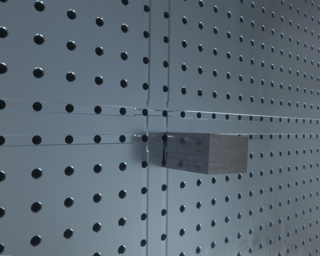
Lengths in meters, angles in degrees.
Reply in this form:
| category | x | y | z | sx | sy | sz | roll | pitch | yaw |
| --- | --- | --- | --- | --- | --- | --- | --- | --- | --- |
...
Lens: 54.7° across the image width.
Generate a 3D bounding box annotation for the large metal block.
| category | x | y | z | sx | sy | sz | roll | pitch | yaw |
| --- | --- | --- | --- | --- | --- | --- | --- | --- | --- |
| large metal block | 0.064 | 0.034 | 0.429 | 0.081 | 0.080 | 0.050 | 5 | 87 | -40 |
